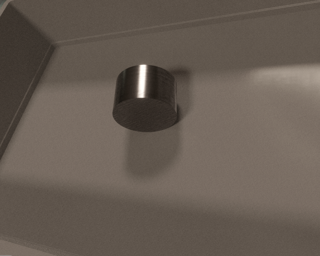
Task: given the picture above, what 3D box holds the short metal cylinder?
[{"bbox_3d":[-0.018,-0.036,0.401,0.080,0.080,0.050,-12,57,21],"label":"short metal cylinder"}]
